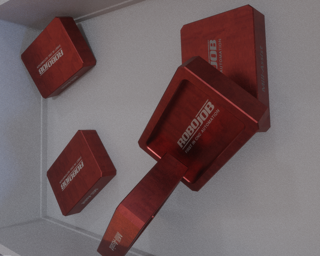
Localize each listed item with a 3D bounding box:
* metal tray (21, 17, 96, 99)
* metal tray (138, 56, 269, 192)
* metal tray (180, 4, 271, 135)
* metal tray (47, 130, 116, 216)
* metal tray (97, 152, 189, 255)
[{"bbox_3d":[-0.178,-0.118,0.533,0.130,0.030,0.090,-27,92,37],"label":"metal tray"},{"bbox_3d":[0.037,0.002,0.325,0.090,0.030,0.129,39,136,8],"label":"metal tray"},{"bbox_3d":[0.070,-0.058,0.346,0.090,0.030,0.129,-4,87,40],"label":"metal tray"},{"bbox_3d":[-0.135,0.075,0.515,0.129,0.030,0.090,-46,63,30],"label":"metal tray"},{"bbox_3d":[-0.022,0.095,0.352,0.030,0.090,0.129,37,138,10],"label":"metal tray"}]
